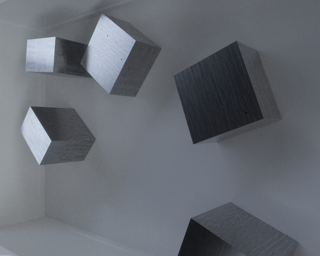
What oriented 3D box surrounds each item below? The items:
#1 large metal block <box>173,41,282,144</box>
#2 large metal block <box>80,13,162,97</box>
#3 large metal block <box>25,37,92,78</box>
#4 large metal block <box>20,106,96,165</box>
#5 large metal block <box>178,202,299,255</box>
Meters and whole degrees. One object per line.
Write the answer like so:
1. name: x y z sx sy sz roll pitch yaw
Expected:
1. large metal block: 0.070 -0.033 0.331 0.080 0.050 0.080 -24 75 37
2. large metal block: -0.057 -0.101 0.435 0.080 0.050 0.080 45 117 30
3. large metal block: -0.155 -0.110 0.496 0.080 0.081 0.050 9 96 39
4. large metal block: -0.166 0.011 0.505 0.080 0.081 0.050 49 119 28
5. large metal block: 0.077 0.123 0.306 0.080 0.081 0.050 27 107 36
